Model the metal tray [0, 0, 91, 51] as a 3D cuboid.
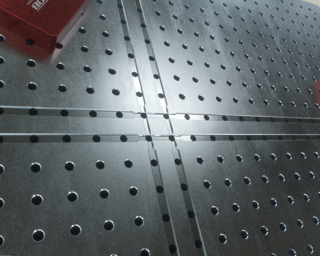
[{"bbox_3d":[-0.158,-0.175,0.426,0.090,0.030,0.130,28,52,-11],"label":"metal tray"}]
